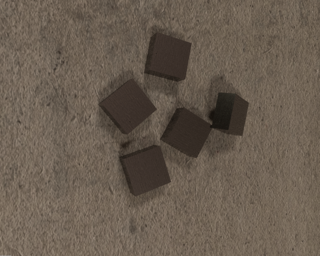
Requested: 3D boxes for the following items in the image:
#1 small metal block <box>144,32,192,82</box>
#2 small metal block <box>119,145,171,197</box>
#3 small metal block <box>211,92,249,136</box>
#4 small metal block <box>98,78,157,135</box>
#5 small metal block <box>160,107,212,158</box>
[{"bbox_3d":[0.010,-0.093,0.414,0.050,0.025,0.050,12,86,-20],"label":"small metal block"},{"bbox_3d":[-0.019,0.054,0.403,0.050,0.025,0.050,-19,97,-19],"label":"small metal block"},{"bbox_3d":[0.100,-0.018,0.435,0.050,0.025,0.050,18,83,-53],"label":"small metal block"},{"bbox_3d":[-0.041,-0.027,0.395,0.050,0.025,0.050,-42,104,-15],"label":"small metal block"},{"bbox_3d":[0.037,0.007,0.424,0.050,0.025,0.050,31,80,-18],"label":"small metal block"}]
